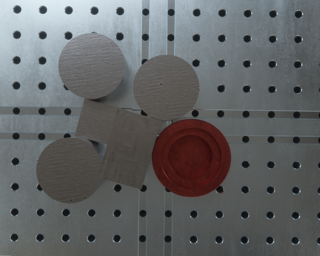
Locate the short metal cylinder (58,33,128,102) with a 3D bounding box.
[{"bbox_3d":[-0.083,-0.075,0.400,0.081,0.050,0.080,0,90,0],"label":"short metal cylinder"}]

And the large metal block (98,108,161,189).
[{"bbox_3d":[-0.034,0.023,0.382,0.050,0.080,0.080,16,90,0],"label":"large metal block"}]

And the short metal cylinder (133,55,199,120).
[{"bbox_3d":[0.008,-0.049,0.400,0.081,0.050,0.080,0,90,0],"label":"short metal cylinder"}]

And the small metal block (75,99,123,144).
[{"bbox_3d":[-0.079,-0.008,0.412,0.050,0.025,0.050,15,90,0],"label":"small metal block"}]

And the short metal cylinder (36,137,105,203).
[{"bbox_3d":[-0.109,0.051,0.400,0.081,0.050,0.080,0,90,0],"label":"short metal cylinder"}]

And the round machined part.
[{"bbox_3d":[0.039,0.037,0.405,0.099,0.042,0.097,0,90,0],"label":"round machined part"}]
